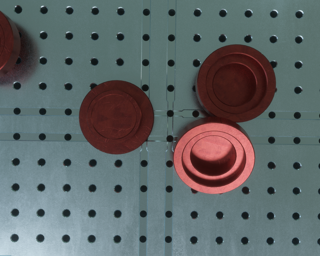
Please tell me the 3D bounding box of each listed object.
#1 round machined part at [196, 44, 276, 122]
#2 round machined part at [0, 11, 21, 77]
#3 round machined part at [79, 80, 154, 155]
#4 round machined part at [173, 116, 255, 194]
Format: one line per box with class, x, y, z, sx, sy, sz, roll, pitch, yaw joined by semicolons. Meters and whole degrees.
round machined part;0.095;-0.056;0.405;0.099;0.042;0.097;0;90;0
round machined part;-0.230;-0.109;0.403;0.099;0.042;0.097;0;90;0
round machined part;-0.057;-0.014;0.405;0.099;0.042;0.097;0;90;0
round machined part;0.067;0.031;0.394;0.098;0.042;0.097;2;111;5
